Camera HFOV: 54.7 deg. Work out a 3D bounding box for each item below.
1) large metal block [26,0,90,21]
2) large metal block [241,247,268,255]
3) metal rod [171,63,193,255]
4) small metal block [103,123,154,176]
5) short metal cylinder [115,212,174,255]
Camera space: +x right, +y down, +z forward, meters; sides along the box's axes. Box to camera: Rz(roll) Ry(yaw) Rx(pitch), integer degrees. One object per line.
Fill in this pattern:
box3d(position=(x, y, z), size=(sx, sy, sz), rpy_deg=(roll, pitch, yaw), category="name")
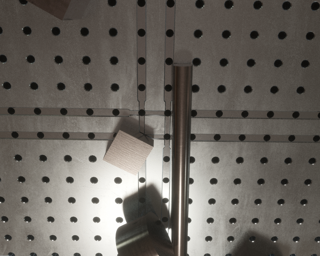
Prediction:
box3d(position=(-0.118, -0.157, 0.324), size=(0.080, 0.080, 0.050), rpy_deg=(28, 108, -10), category="large metal block")
box3d(position=(0.157, 0.250, 0.495), size=(0.080, 0.050, 0.080), rpy_deg=(27, 108, -10), category="large metal block")
box3d(position=(0.029, 0.061, 0.436), size=(0.025, 0.025, 0.298), rpy_deg=(-1, 110, 0), category="metal rod")
box3d(position=(-0.043, 0.030, 0.424), size=(0.050, 0.025, 0.050), rpy_deg=(28, 107, -10), category="small metal block")
box3d(position=(-0.021, 0.169, 0.446), size=(0.050, 0.080, 0.080), rpy_deg=(-29, 108, 10), category="short metal cylinder")
